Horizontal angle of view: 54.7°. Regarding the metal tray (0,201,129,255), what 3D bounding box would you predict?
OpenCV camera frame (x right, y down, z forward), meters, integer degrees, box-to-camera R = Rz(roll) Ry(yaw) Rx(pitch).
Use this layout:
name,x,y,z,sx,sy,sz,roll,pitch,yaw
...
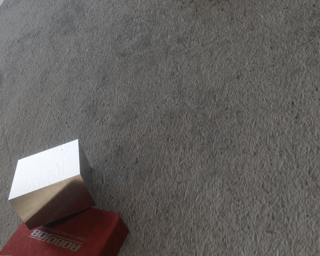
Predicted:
name,x,y,z,sx,sy,sz,roll,pitch,yaw
metal tray,-0.112,0.135,0.360,0.130,0.030,0.090,3,45,29

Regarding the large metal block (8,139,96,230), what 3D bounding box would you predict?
name,x,y,z,sx,sy,sz,roll,pitch,yaw
large metal block,-0.130,0.067,0.385,0.080,0.050,0.080,-20,31,-6

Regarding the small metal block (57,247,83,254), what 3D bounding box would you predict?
name,x,y,z,sx,sy,sz,roll,pitch,yaw
small metal block,-0.121,0.153,0.374,0.050,0.025,0.050,33,80,38
